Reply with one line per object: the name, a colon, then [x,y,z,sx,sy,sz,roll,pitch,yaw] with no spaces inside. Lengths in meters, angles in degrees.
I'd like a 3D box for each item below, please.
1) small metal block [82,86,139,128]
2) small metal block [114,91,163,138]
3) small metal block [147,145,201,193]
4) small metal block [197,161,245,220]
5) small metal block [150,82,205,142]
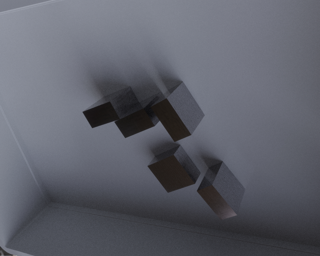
small metal block: [-0.064,-0.028,0.407,0.050,0.050,0.025,-16,110,34]
small metal block: [-0.021,-0.017,0.392,0.050,0.050,0.025,-22,107,36]
small metal block: [0.020,0.058,0.433,0.050,0.025,0.050,-28,104,37]
small metal block: [0.080,0.080,0.399,0.025,0.050,0.050,-33,100,38]
small metal block: [0.023,-0.020,0.367,0.025,0.050,0.050,-26,105,37]
